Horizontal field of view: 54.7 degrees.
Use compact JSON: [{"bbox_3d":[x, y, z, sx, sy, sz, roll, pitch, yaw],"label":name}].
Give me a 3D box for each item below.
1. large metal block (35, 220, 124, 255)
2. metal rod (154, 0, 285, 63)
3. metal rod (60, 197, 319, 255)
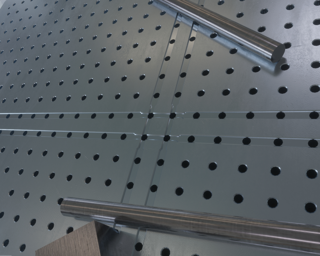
[{"bbox_3d":[-0.084,0.160,0.338,0.080,0.050,0.080,-29,52,9],"label":"large metal block"},{"bbox_3d":[0.065,-0.175,0.481,0.025,0.025,0.300,-44,51,-2],"label":"metal rod"},{"bbox_3d":[0.012,0.101,0.339,0.300,0.025,0.025,-1,61,27],"label":"metal rod"}]
